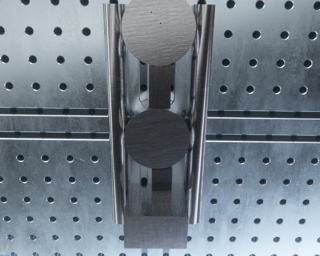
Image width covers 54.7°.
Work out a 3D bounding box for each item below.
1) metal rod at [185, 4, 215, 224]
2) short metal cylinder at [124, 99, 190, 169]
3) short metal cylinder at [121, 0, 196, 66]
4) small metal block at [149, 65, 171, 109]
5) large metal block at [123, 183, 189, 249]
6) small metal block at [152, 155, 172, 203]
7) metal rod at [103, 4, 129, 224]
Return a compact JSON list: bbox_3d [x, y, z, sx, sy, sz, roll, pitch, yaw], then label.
[{"bbox_3d":[0.050,-0.004,0.411,0.025,0.025,0.298,1,110,0],"label":"metal rod"},{"bbox_3d":[-0.003,0.006,0.402,0.081,0.050,0.079,0,110,0],"label":"short metal cylinder"},{"bbox_3d":[-0.001,-0.116,0.357,0.081,0.050,0.079,0,110,0],"label":"short metal cylinder"},{"bbox_3d":[0.000,-0.055,0.378,0.025,0.050,0.050,1,110,0],"label":"small metal block"},{"bbox_3d":[-0.005,0.118,0.427,0.081,0.080,0.050,1,110,-1],"label":"large metal block"},{"bbox_3d":[0.002,0.067,0.424,0.025,0.050,0.050,0,110,0],"label":"small metal block"},{"bbox_3d":[-0.056,-0.004,0.410,0.025,0.025,0.298,1,110,0],"label":"metal rod"}]
